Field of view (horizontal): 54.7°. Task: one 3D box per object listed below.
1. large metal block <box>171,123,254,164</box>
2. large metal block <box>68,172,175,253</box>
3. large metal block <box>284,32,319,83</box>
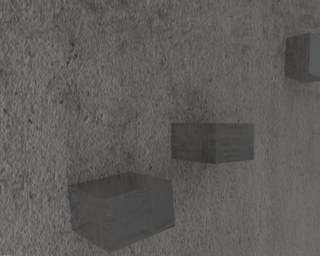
[{"bbox_3d":[0.072,0.018,0.429,0.081,0.080,0.050,0,90,-40],"label":"large metal block"},{"bbox_3d":[-0.042,0.084,0.334,0.081,0.080,0.050,-7,95,-40],"label":"large metal block"},{"bbox_3d":[0.304,-0.143,0.642,0.081,0.050,0.080,7,86,-40],"label":"large metal block"}]
